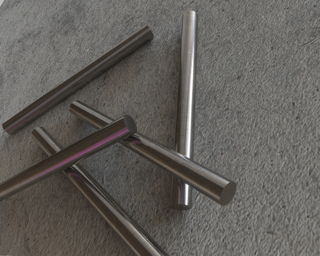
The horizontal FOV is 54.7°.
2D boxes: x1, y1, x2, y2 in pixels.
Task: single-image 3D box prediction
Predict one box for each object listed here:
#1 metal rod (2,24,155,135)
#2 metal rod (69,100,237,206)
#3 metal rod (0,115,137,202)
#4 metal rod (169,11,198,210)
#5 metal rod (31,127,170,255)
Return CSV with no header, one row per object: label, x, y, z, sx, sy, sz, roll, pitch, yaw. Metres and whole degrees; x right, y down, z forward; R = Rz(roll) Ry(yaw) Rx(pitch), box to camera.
metal rod,-0.141,-0.080,0.527,0.300,0.025,0.025,-33,52,6
metal rod,-0.035,0.015,0.391,0.300,0.025,0.025,25,75,44
metal rod,-0.159,0.057,0.423,0.300,0.025,0.025,-26,52,23
metal rod,0.035,-0.043,0.412,0.025,0.025,0.299,-9,58,24
metal rod,-0.097,0.075,0.409,0.300,0.025,0.025,34,81,38
